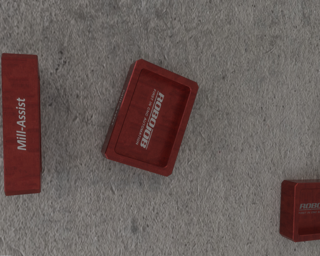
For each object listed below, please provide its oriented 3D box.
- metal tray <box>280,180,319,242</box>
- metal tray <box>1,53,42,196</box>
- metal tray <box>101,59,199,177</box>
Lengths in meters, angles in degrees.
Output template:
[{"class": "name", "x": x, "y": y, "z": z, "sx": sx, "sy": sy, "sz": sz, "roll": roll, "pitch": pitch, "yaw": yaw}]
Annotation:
[{"class": "metal tray", "x": 0.258, "y": 0.130, "z": 0.501, "sx": 0.131, "sy": 0.030, "sz": 0.089, "roll": 3, "pitch": 89, "yaw": -20}, {"class": "metal tray", "x": -0.141, "y": -0.004, "z": 0.322, "sx": 0.030, "sy": 0.090, "sz": 0.129, "roll": -1, "pitch": 91, "yaw": -20}, {"class": "metal tray", "x": -0.012, "y": -0.012, "z": 0.401, "sx": 0.091, "sy": 0.030, "sz": 0.129, "roll": 20, "pitch": 83, "yaw": -19}]
